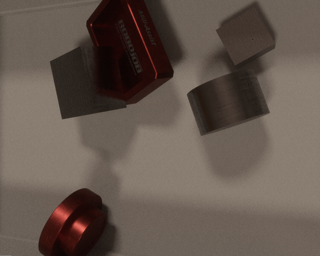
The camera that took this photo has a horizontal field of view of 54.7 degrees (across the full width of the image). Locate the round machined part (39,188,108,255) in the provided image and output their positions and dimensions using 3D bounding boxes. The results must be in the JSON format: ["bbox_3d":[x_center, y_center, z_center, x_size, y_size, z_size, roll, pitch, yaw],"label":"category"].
[{"bbox_3d":[-0.107,0.133,0.408,0.042,0.098,0.097,27,99,18],"label":"round machined part"}]

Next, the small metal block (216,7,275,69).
[{"bbox_3d":[0.103,-0.107,0.374,0.050,0.025,0.050,-28,81,17],"label":"small metal block"}]

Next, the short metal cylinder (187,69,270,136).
[{"bbox_3d":[0.077,-0.027,0.354,0.080,0.080,0.050,-20,84,18],"label":"short metal cylinder"}]

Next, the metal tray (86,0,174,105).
[{"bbox_3d":[-0.043,-0.105,0.401,0.090,0.030,0.129,-29,80,46],"label":"metal tray"}]

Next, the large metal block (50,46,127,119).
[{"bbox_3d":[-0.096,-0.058,0.408,0.080,0.050,0.079,-6,96,46],"label":"large metal block"}]
